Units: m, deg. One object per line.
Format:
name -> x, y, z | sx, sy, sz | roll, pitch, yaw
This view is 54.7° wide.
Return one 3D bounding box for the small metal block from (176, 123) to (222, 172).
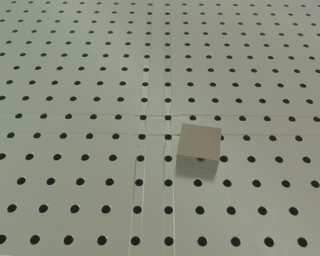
small metal block -> 0.049, 0.024, 0.388 | 0.050, 0.025, 0.050 | 8, 50, 6
